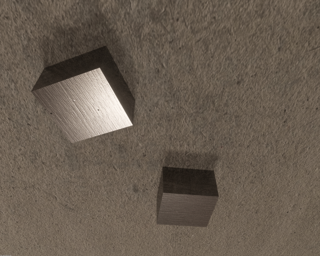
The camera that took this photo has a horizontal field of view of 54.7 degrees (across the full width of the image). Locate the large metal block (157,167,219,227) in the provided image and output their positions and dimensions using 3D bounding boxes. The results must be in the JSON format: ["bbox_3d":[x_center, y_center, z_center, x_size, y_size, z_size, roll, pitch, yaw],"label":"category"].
[{"bbox_3d":[0.039,0.109,0.484,0.081,0.050,0.079,5,130,-5],"label":"large metal block"}]

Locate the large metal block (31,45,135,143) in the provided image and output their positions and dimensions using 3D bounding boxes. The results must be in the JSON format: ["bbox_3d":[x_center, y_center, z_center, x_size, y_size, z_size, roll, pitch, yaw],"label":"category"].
[{"bbox_3d":[-0.083,-0.037,0.358,0.080,0.050,0.080,-16,129,13],"label":"large metal block"}]
